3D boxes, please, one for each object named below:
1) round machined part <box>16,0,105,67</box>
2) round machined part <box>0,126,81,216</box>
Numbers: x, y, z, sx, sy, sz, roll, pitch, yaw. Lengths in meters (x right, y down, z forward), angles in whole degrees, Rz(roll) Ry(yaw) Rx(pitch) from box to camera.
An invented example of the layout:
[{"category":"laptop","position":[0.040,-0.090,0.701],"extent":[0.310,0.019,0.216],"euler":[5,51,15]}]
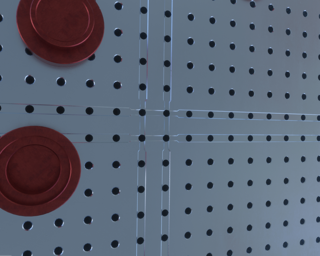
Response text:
[{"category":"round machined part","position":[-0.114,-0.124,0.362],"extent":[0.099,0.042,0.097],"euler":[0,90,-20]},{"category":"round machined part","position":[-0.143,0.046,0.351],"extent":[0.099,0.042,0.097],"euler":[0,90,-21]}]
